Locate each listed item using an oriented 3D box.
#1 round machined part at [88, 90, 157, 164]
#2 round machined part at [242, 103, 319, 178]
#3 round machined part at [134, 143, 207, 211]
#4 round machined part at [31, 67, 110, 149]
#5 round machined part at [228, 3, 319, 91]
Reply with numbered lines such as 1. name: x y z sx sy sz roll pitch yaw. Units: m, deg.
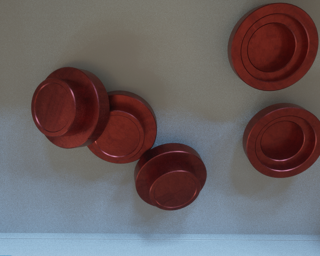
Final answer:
1. round machined part: -0.053 0.003 0.403 0.099 0.042 0.097 0 110 -1
2. round machined part: 0.158 0.013 0.410 0.099 0.042 0.097 0 110 -1
3. round machined part: 0.016 0.072 0.417 0.099 0.042 0.097 -6 121 -9
4. round machined part: -0.112 -0.024 0.368 0.098 0.042 0.097 1 92 26
5. round machined part: 0.129 -0.096 0.369 0.099 0.042 0.097 0 110 -1
